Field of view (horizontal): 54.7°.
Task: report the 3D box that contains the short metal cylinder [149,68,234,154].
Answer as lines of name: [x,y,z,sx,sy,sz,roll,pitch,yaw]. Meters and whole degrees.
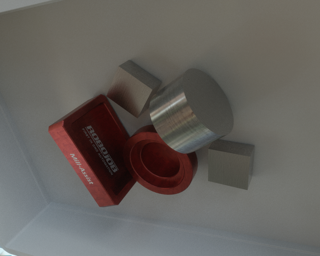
short metal cylinder: [0.035,-0.018,0.340,0.050,0.080,0.080,-33,100,38]

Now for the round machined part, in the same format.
round machined part: [0.004,0.038,0.414,0.098,0.042,0.097,13,124,20]

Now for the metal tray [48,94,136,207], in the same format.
metal tray: [-0.079,0.030,0.422,0.030,0.090,0.130,-18,109,35]

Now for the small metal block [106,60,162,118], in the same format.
small metal block: [-0.034,-0.049,0.392,0.050,0.025,0.050,36,129,5]

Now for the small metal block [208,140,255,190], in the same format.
small metal block: [0.088,0.045,0.387,0.050,0.025,0.050,10,122,24]
